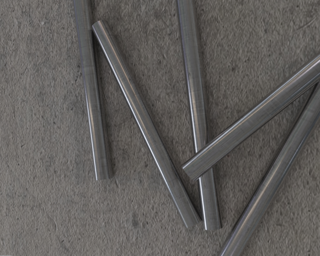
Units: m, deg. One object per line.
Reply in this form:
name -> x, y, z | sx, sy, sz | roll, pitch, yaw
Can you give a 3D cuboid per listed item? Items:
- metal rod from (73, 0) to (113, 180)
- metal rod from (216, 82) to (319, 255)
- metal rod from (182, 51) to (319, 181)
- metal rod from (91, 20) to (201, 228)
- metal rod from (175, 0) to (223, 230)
metal rod -> -0.099, -0.076, 0.443 | 0.025, 0.025, 0.298 | -9, 87, 20
metal rod -> 0.119, 0.086, 0.366 | 0.025, 0.025, 0.298 | 29, 99, 17
metal rod -> 0.146, -0.044, 0.342 | 0.300, 0.025, 0.025 | -41, 77, 9
metal rod -> -0.021, -0.012, 0.416 | 0.025, 0.025, 0.299 | -28, 81, 18
metal rod -> 0.049, -0.025, 0.391 | 0.025, 0.025, 0.298 | -8, 87, 20
